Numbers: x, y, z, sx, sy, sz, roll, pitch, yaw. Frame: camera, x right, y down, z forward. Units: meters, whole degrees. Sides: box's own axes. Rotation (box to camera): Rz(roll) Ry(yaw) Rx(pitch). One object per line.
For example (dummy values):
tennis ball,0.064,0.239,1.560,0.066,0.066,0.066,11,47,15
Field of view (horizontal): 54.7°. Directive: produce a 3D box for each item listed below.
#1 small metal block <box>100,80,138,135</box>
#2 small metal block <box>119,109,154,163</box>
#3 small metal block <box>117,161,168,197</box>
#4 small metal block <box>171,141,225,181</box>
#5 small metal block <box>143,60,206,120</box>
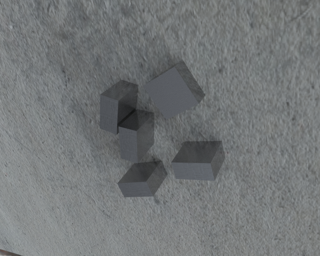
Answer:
small metal block,-0.053,-0.028,0.400,0.025,0.050,0.050,20,126,16
small metal block,-0.030,0.010,0.411,0.025,0.050,0.050,14,124,20
small metal block,-0.024,0.074,0.448,0.050,0.050,0.025,-10,114,32
small metal block,0.049,0.040,0.389,0.050,0.050,0.025,-2,117,29
small metal block,0.017,-0.045,0.369,0.050,0.025,0.050,-26,105,36
